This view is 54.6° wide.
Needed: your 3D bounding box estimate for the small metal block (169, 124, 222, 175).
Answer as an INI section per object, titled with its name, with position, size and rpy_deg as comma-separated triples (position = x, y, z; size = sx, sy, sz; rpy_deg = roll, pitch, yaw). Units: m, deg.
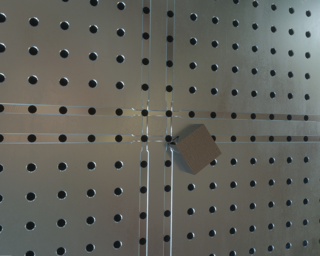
[small metal block]
position = 0.049, 0.029, 0.430
size = 0.050, 0.025, 0.050
rpy_deg = -36, 102, -16
